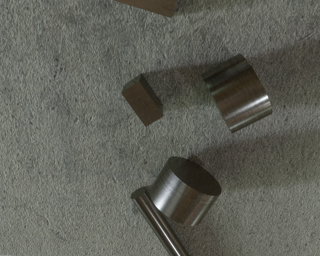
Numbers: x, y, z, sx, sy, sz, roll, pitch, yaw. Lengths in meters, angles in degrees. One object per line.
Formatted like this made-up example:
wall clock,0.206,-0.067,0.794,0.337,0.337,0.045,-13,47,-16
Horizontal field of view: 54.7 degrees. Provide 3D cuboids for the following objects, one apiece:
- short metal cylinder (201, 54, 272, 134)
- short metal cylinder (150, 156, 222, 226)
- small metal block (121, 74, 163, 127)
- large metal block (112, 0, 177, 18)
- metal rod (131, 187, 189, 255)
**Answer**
short metal cylinder,0.089,-0.040,0.366,0.050,0.080,0.080,-28,108,10
short metal cylinder,0.034,0.082,0.411,0.080,0.080,0.050,27,108,-10
small metal block,-0.020,-0.036,0.383,0.025,0.050,0.050,-32,107,11
large metal block,-0.021,-0.153,0.324,0.080,0.080,0.050,15,110,-6
metal rod,0.041,0.216,0.489,0.025,0.025,0.299,-27,108,9
